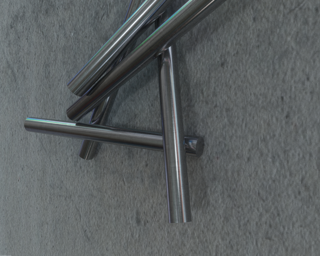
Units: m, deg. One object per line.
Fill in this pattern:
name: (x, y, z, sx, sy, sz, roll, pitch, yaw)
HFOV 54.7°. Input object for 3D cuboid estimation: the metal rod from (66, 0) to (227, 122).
metal rod: (-0.025, -0.084, 0.373, 0.299, 0.025, 0.025, -32, 71, 36)

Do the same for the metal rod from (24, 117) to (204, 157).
metal rod: (-0.083, 0.008, 0.438, 0.300, 0.025, 0.025, 6, 94, 29)

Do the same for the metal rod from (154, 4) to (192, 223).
metal rod: (0.011, -0.044, 0.368, 0.025, 0.025, 0.299, -15, 73, 38)

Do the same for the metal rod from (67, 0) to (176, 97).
metal rod: (-0.006, -0.145, 0.368, 0.299, 0.025, 0.025, -41, 65, 18)

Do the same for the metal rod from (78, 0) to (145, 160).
metal rod: (-0.063, -0.077, 0.434, 0.025, 0.025, 0.298, 43, 122, 31)
